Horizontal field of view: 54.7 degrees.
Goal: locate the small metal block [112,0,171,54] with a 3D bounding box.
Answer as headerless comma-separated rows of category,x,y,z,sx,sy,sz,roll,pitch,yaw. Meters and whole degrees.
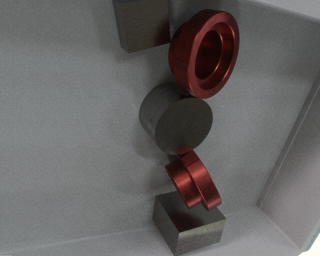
small metal block,-0.018,-0.113,0.330,0.050,0.025,0.050,-20,126,-17

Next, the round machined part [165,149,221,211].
round machined part,0.041,0.073,0.431,0.042,0.098,0.098,-29,129,-5

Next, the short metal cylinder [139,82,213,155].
short metal cylinder,0.020,-0.013,0.397,0.081,0.050,0.079,-14,125,-21

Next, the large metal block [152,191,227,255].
large metal block,0.043,0.143,0.487,0.081,0.080,0.050,-7,122,-25

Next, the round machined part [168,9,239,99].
round machined part,0.047,-0.086,0.358,0.099,0.042,0.097,-29,131,-39
